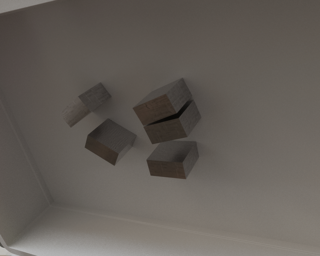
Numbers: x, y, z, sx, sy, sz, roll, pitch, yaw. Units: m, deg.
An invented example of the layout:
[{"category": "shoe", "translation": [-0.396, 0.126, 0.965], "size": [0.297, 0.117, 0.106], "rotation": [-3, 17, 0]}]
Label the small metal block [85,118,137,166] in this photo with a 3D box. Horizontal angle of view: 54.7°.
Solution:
[{"category": "small metal block", "translation": [-0.069, 0.019, 0.441], "size": [0.050, 0.050, 0.025], "rotation": [30, 128, 9]}]

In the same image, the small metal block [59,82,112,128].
[{"category": "small metal block", "translation": [-0.102, -0.032, 0.427], "size": [0.050, 0.050, 0.025], "rotation": [-31, 101, 38]}]

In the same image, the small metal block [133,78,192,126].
[{"category": "small metal block", "translation": [0.004, -0.032, 0.371], "size": [0.050, 0.050, 0.025], "rotation": [-20, 108, 35]}]

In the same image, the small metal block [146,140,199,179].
[{"category": "small metal block", "translation": [0.018, 0.040, 0.408], "size": [0.050, 0.050, 0.025], "rotation": [1, 119, 27]}]

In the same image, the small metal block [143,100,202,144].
[{"category": "small metal block", "translation": [0.016, -0.007, 0.379], "size": [0.050, 0.050, 0.025], "rotation": [-13, 111, 33]}]
